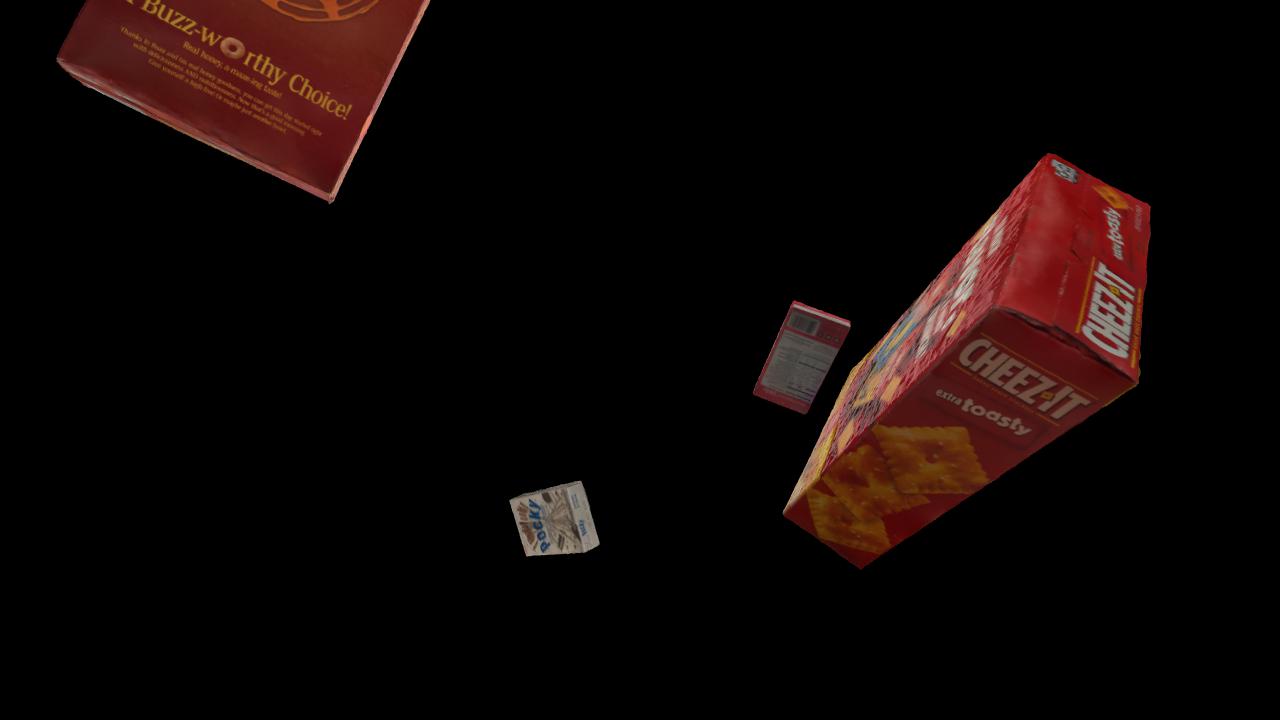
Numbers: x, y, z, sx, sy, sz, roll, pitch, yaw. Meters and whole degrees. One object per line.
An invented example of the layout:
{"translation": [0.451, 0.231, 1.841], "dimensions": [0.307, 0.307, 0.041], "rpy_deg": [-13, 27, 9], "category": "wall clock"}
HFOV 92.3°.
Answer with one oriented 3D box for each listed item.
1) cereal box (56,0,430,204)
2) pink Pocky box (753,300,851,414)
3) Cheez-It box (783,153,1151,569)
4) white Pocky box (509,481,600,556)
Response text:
{"translation": [-0.305, -0.323, 0.535], "dimensions": [0.203, 0.306, 0.081], "rpy_deg": [25, -5, -26], "category": "cereal box"}
{"translation": [0.226, -0.001, 0.871], "dimensions": [0.084, 0.155, 0.029], "rpy_deg": [21, 32, 7], "category": "pink Pocky box"}
{"translation": [0.187, 0.009, 0.376], "dimensions": [0.071, 0.223, 0.166], "rpy_deg": [33, 51, 10], "category": "Cheez-It box"}
{"translation": [-0.114, 0.208, 0.798], "dimensions": [0.028, 0.084, 0.154], "rpy_deg": [-13, -7, -41], "category": "white Pocky box"}
